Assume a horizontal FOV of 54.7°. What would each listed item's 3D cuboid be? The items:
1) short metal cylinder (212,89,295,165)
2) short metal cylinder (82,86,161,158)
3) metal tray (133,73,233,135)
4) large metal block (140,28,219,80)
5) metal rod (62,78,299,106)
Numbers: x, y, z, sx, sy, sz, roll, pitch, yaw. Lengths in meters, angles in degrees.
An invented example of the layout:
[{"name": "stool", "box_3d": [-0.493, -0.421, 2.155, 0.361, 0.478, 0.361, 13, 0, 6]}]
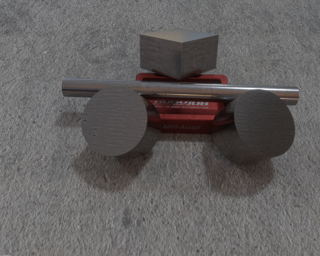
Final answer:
[{"name": "short metal cylinder", "box_3d": [0.110, 0.000, 0.368, 0.081, 0.050, 0.080, 6, 72, -18]}, {"name": "short metal cylinder", "box_3d": [-0.044, -0.005, 0.369, 0.080, 0.050, 0.080, -3, 81, 17]}, {"name": "metal tray", "box_3d": [0.030, -0.036, 0.432, 0.131, 0.030, 0.090, 2, 50, 1]}, {"name": "large metal block", "box_3d": [0.028, -0.112, 0.455, 0.080, 0.050, 0.081, 24, 36, 39]}, {"name": "metal rod", "box_3d": [0.025, -0.048, 0.406, 0.302, 0.025, 0.025, 2, 50, 2]}]
